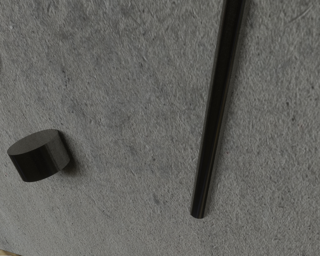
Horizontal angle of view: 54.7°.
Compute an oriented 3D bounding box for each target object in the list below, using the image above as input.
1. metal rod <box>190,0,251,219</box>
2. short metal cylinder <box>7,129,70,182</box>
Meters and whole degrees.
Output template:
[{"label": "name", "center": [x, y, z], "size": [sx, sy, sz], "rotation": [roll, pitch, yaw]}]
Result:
[{"label": "metal rod", "center": [0.064, -0.002, 0.370], "size": [0.025, 0.025, 0.298], "rotation": [16, 125, 18]}, {"label": "short metal cylinder", "center": [-0.193, 0.043, 0.497], "size": [0.080, 0.080, 0.050], "rotation": [-3, 117, 29]}]
